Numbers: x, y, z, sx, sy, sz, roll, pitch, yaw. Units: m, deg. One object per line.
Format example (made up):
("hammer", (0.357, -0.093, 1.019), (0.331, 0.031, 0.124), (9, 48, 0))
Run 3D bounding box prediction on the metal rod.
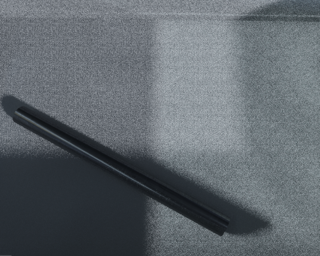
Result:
("metal rod", (-0.055, 0.050, 0.390), (0.301, 0.025, 0.025), (27, 72, 9))
